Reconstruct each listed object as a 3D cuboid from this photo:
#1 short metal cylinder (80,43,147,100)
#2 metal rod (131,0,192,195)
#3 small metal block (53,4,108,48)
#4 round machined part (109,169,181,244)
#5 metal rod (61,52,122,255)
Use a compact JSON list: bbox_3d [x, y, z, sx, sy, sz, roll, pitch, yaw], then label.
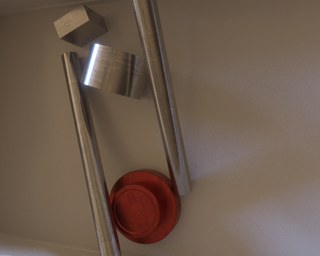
[{"bbox_3d":[-0.056,-0.072,0.400,0.080,0.080,0.050,19,96,18],"label":"short metal cylinder"},{"bbox_3d":[0.000,-0.055,0.345,0.025,0.025,0.298,-4,114,19],"label":"metal rod"},{"bbox_3d":[-0.110,-0.142,0.435,0.050,0.050,0.025,-25,82,18],"label":"small metal block"},{"bbox_3d":[-0.025,0.105,0.409,0.098,0.042,0.097,0,90,19],"label":"round machined part"},{"bbox_3d":[-0.094,0.032,0.414,0.025,0.025,0.299,-21,73,18],"label":"metal rod"}]
